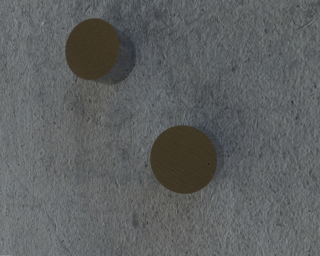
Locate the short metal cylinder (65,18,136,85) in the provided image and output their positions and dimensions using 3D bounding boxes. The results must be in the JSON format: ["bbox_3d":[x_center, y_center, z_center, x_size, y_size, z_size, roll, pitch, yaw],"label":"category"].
[{"bbox_3d":[-0.080,-0.102,0.424,0.080,0.050,0.080,0,90,20],"label":"short metal cylinder"}]

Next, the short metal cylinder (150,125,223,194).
[{"bbox_3d":[0.035,0.037,0.383,0.080,0.050,0.080,0,90,20],"label":"short metal cylinder"}]
